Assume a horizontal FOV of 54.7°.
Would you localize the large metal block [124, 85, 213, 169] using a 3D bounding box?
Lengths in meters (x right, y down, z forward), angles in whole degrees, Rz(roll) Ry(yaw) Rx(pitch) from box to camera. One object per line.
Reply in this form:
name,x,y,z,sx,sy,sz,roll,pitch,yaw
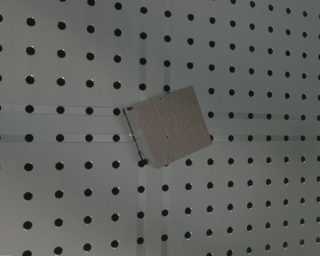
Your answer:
large metal block,0.010,-0.002,0.401,0.081,0.050,0.080,-22,98,-19
